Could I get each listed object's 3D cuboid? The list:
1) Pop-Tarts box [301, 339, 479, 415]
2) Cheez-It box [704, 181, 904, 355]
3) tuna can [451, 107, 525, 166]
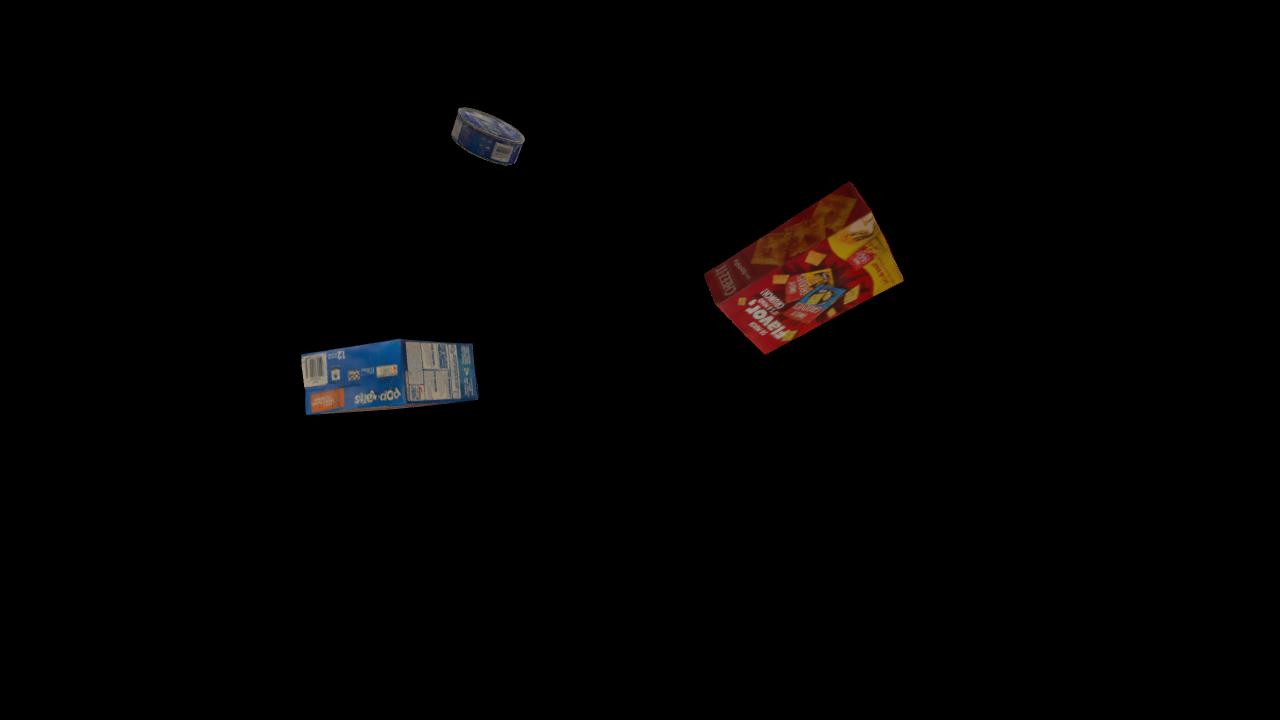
[{"bbox_3d":[-0.328,0.024,0.818,0.167,0.083,0.141,-6,-3,21],"label":"Pop-Tarts box"},{"bbox_3d":[0.224,-0.114,0.841,0.223,0.071,0.166,-31,-39,20],"label":"Cheez-It box"},{"bbox_3d":[-0.186,-0.274,0.754,0.084,0.034,0.084,22,28,-13],"label":"tuna can"}]
